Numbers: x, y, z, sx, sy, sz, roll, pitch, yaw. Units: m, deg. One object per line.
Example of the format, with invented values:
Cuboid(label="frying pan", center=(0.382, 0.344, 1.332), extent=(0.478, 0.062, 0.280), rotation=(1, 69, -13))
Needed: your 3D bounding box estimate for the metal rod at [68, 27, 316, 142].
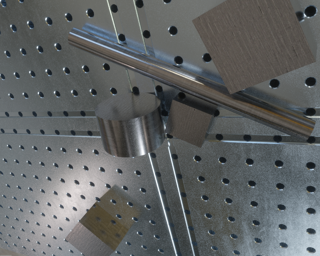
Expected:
Cuboid(label="metal rod", center=(0.025, -0.057, 0.361), extent=(0.301, 0.025, 0.025), rotation=(24, 127, 13))

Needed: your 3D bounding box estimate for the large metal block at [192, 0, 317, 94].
Cuboid(label="large metal block", center=(0.090, -0.089, 0.292), extent=(0.080, 0.050, 0.080), rotation=(-20, 108, 35))

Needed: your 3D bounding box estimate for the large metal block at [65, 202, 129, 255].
Cuboid(label="large metal block", center=(-0.119, 0.199, 0.578), extent=(0.080, 0.050, 0.080), rotation=(40, 129, 0))

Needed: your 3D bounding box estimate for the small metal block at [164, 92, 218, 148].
Cuboid(label="small metal block", center=(0.038, -0.010, 0.384), extent=(0.050, 0.025, 0.050), rotation=(23, 127, 13))

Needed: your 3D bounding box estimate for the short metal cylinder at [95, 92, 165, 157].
Cuboid(label="short metal cylinder", center=(-0.036, -0.006, 0.390), extent=(0.080, 0.080, 0.050), rotation=(7, 121, 24))
